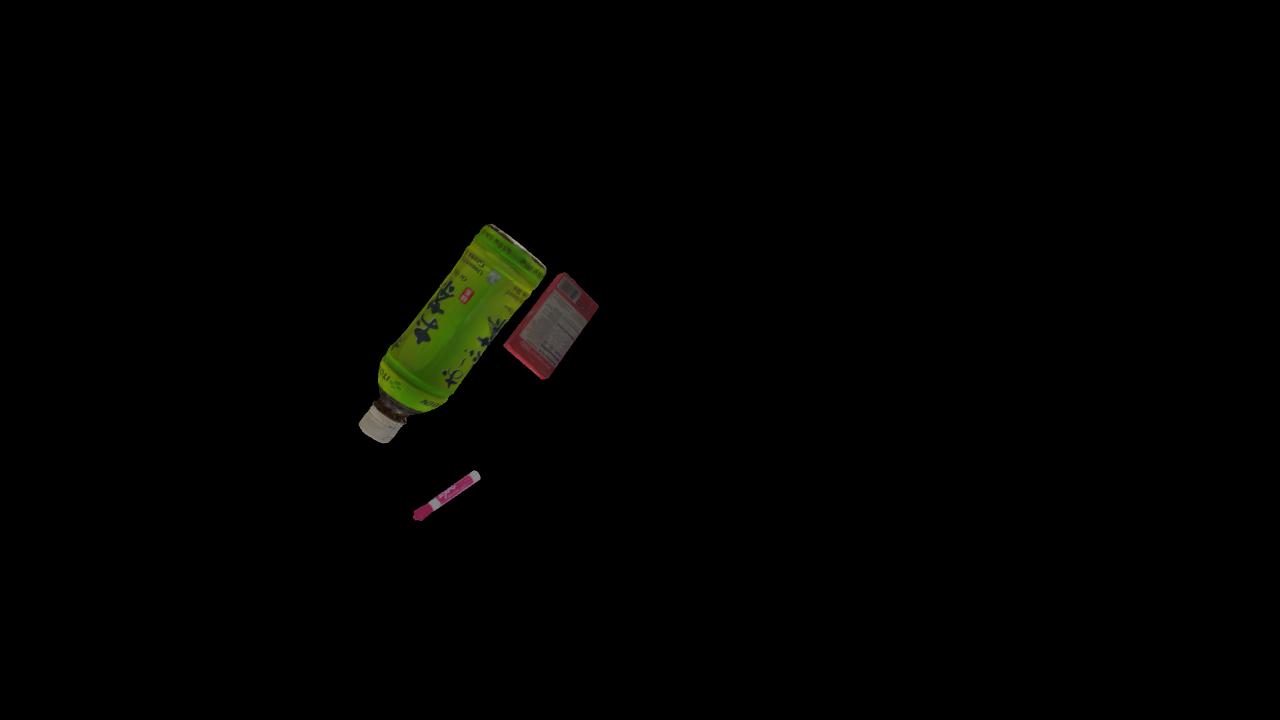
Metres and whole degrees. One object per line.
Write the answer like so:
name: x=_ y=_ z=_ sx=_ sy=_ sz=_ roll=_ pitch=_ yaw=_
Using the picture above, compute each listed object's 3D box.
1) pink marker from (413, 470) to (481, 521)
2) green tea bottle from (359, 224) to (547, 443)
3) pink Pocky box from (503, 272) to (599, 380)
pink marker: x=-0.303 y=0.213 z=0.966 sx=0.020 sy=0.020 sz=0.121 roll=0 pitch=25 yaw=41
green tea bottle: x=-0.171 y=-0.018 z=0.546 sx=0.073 sy=0.212 sz=0.073 roll=37 pitch=1 yaw=0
pink Pocky box: x=-0.138 y=-0.054 z=0.969 sx=0.084 sy=0.155 sz=0.029 roll=44 pitch=-26 yaw=-26
